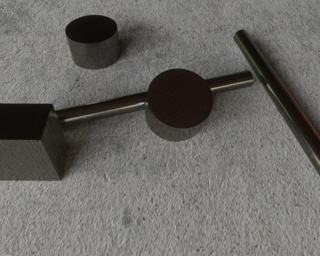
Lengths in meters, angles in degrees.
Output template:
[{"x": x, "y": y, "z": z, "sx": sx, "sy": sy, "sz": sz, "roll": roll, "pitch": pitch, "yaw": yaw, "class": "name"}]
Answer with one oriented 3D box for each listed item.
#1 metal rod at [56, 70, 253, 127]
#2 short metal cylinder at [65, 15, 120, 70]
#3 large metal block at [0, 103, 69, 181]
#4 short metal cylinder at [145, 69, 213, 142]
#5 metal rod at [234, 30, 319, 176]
[{"x": -0.010, "y": -0.041, "z": 0.437, "sx": 0.302, "sy": 0.025, "sz": 0.025, "roll": -13, "pitch": 51, "yaw": -11, "class": "metal rod"}, {"x": -0.107, "y": -0.140, "z": 0.504, "sx": 0.081, "sy": 0.050, "sz": 0.080, "roll": 0, "pitch": 50, "yaw": 0, "class": "short metal cylinder"}, {"x": -0.157, "y": 0.018, "z": 0.351, "sx": 0.081, "sy": 0.080, "sz": 0.050, "roll": 0, "pitch": 50, "yaw": 0, "class": "large metal block"}, {"x": 0.022, "y": -0.028, "z": 0.395, "sx": 0.081, "sy": 0.050, "sz": 0.080, "roll": 2, "pitch": 69, "yaw": -6, "class": "short metal cylinder"}, {"x": 0.171, "y": -0.048, "z": 0.444, "sx": 0.025, "sy": 0.025, "sz": 0.300, "roll": -9, "pitch": 51, "yaw": -8, "class": "metal rod"}]
